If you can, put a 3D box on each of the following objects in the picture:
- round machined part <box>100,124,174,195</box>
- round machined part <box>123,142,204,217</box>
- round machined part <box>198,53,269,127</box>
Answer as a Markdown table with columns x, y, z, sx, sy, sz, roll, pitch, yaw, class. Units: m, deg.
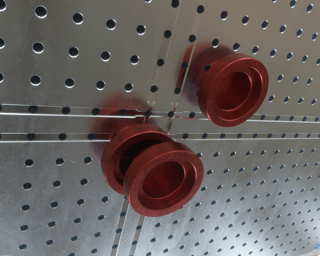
| x | y | z | sx | sy | sz | roll | pitch | yaw | class |
| --- | --- | --- | --- | --- | --- | --- | --- | --- | --- |
| -0.030 | 0.037 | 0.406 | 0.099 | 0.042 | 0.097 | -14 | 124 | -21 | round machined part |
| 0.001 | 0.058 | 0.382 | 0.099 | 0.042 | 0.097 | -14 | 124 | -21 | round machined part |
| 0.093 | -0.053 | 0.417 | 0.099 | 0.042 | 0.097 | -14 | 124 | -21 | round machined part |
